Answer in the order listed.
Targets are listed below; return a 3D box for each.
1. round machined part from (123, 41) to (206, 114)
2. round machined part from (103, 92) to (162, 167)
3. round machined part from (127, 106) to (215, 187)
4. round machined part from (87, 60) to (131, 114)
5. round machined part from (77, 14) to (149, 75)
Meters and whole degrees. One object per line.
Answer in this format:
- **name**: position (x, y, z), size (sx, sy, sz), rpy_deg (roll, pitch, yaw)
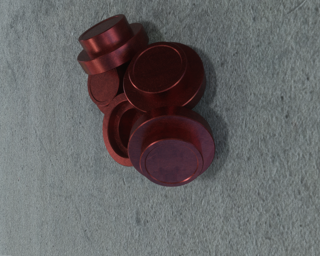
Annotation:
- **round machined part**: position (0.002, -0.061, 0.363), size (0.098, 0.042, 0.098), rpy_deg (-6, 66, 14)
- **round machined part**: position (-0.029, 0.001, 0.417), size (0.098, 0.042, 0.097), rpy_deg (0, 90, 39)
- **round machined part**: position (0.013, 0.027, 0.347), size (0.097, 0.098, 0.042), rpy_deg (-50, 20, 28)
- **round machined part**: position (-0.068, -0.065, 0.451), size (0.098, 0.042, 0.097), rpy_deg (0, 90, 39)
- **round machined part**: position (-0.068, -0.116, 0.411), size (0.098, 0.098, 0.042), rpy_deg (1, 133, 39)
